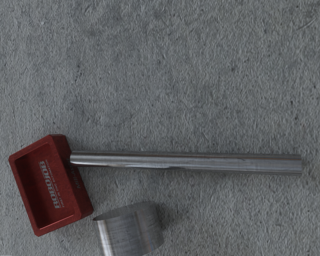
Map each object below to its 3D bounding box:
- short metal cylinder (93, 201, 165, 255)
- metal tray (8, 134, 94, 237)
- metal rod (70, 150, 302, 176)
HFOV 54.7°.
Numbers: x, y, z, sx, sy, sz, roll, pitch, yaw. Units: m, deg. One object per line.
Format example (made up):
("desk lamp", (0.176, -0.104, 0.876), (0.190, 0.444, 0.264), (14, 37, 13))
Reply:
("short metal cylinder", (-0.040, 0.129, 0.394), (0.080, 0.080, 0.050), (-17, 85, 19))
("metal tray", (-0.165, 0.084, 0.464), (0.090, 0.030, 0.129), (-26, 82, 18))
("metal rod", (0.018, 0.043, 0.402), (0.301, 0.025, 0.025), (0, 90, 19))
